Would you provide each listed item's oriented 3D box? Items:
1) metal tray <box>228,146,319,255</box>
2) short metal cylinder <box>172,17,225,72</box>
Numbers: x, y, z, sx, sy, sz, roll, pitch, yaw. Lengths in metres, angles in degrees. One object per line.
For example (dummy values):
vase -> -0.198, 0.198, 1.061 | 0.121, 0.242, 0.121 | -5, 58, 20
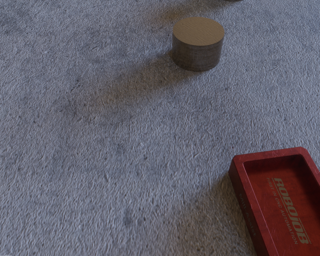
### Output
metal tray -> 0.136, 0.084, 0.329 | 0.091, 0.030, 0.130 | -7, 50, -6
short metal cylinder -> 0.060, -0.136, 0.502 | 0.081, 0.050, 0.080 | 0, 50, 0
